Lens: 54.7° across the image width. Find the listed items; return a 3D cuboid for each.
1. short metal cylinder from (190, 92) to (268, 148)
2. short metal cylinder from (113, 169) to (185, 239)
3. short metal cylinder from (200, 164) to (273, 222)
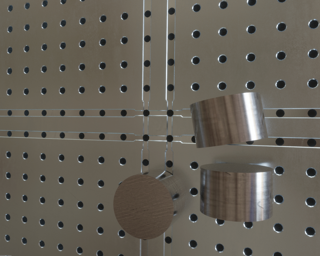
[{"bbox_3d":[0.078,-0.008,0.356,0.080,0.080,0.050,-10,87,20],"label":"short metal cylinder"},{"bbox_3d":[-0.013,0.097,0.404,0.080,0.050,0.079,0,90,20],"label":"short metal cylinder"},{"bbox_3d":[0.086,0.070,0.353,0.080,0.080,0.050,1,90,20],"label":"short metal cylinder"}]
